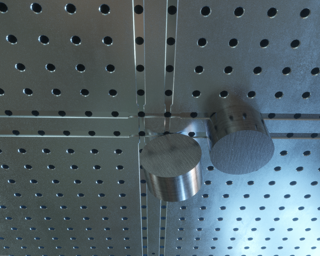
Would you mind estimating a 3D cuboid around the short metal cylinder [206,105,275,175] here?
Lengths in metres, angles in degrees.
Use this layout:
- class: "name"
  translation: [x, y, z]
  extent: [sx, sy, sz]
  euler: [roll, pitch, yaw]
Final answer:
- class: "short metal cylinder"
  translation: [0.104, 0.017, 0.411]
  extent: [0.081, 0.050, 0.079]
  euler: [0, 130, 0]

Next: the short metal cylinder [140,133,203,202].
- class: "short metal cylinder"
  translation: [0.017, 0.052, 0.421]
  extent: [0.080, 0.080, 0.050]
  euler: [-6, 130, 5]
